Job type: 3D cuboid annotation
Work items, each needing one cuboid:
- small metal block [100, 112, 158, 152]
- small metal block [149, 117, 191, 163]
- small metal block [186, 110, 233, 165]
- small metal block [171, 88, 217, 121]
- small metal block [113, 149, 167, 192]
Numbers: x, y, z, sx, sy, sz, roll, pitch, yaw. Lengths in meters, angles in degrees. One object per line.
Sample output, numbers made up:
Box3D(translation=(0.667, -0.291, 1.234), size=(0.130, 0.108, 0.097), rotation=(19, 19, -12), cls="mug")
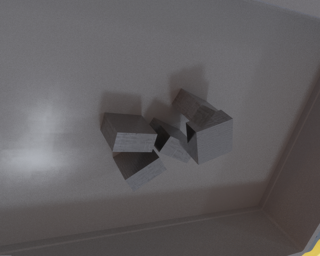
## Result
Box3D(translation=(-0.039, 0.005, 0.374), size=(0.050, 0.050, 0.025), rotation=(3, 117, -30), cls="small metal block")
Box3D(translation=(0.014, 0.016, 0.410), size=(0.050, 0.050, 0.025), rotation=(25, 105, -37), cls="small metal block")
Box3D(translation=(0.062, 0.011, 0.384), size=(0.050, 0.025, 0.050), rotation=(-20, 126, -17), cls="small metal block")
Box3D(translation=(0.051, -0.023, 0.406), size=(0.050, 0.050, 0.025), rotation=(21, 107, -36), cls="small metal block")
Box3D(translation=(-0.027, 0.047, 0.406), size=(0.050, 0.050, 0.025), rotation=(-33, 129, -7), cls="small metal block")
